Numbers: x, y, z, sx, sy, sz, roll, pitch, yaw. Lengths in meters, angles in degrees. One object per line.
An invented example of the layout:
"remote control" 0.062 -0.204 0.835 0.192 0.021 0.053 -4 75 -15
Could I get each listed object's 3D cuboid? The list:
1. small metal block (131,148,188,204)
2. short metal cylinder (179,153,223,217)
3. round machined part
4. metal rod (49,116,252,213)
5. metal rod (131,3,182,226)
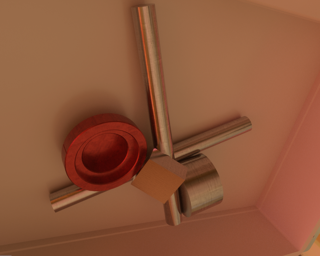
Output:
"small metal block" -0.001 0.061 0.392 0.050 0.025 0.050 32 121 -5
"short metal cylinder" 0.048 0.082 0.450 0.050 0.080 0.079 -18 126 -18
"round machined part" -0.069 0.025 0.375 0.099 0.042 0.097 -14 125 -21
"metal rod" -0.001 0.044 0.435 0.302 0.025 0.025 -21 127 -17
"metal rod" 0.002 0.004 0.389 0.025 0.025 0.298 -18 119 -18
